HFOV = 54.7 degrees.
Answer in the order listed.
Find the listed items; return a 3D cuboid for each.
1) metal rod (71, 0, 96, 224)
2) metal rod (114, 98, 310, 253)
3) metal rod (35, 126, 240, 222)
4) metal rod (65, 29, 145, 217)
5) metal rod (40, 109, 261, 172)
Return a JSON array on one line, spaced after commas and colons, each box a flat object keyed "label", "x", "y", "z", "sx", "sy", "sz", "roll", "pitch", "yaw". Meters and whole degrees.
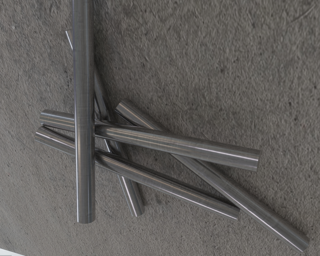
[{"label": "metal rod", "x": -0.095, "y": -0.020, "z": 0.388, "sx": 0.025, "sy": 0.025, "sz": 0.298, "roll": 8, "pitch": 105, "yaw": 24}, {"label": "metal rod", "x": 0.066, "y": 0.061, "z": 0.409, "sx": 0.300, "sy": 0.025, "sz": 0.025, "roll": 37, "pitch": 129, "yaw": 2}, {"label": "metal rod", "x": -0.035, "y": 0.062, "z": 0.437, "sx": 0.301, "sy": 0.025, "sz": 0.025, "roll": 21, "pitch": 127, "yaw": 5}, {"label": "metal rod", "x": -0.072, "y": 0.007, "z": 0.448, "sx": 0.025, "sy": 0.025, "sz": 0.298, "roll": -1, "pitch": 118, "yaw": 28}, {"label": "metal rod", "x": -0.029, "y": 0.011, "z": 0.394, "sx": 0.301, "sy": 0.025, "sz": 0.025, "roll": 11, "pitch": 123, "yaw": 22}]
